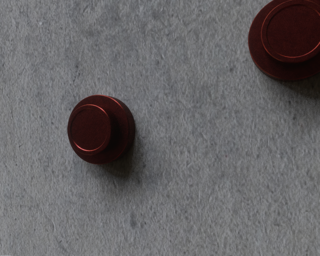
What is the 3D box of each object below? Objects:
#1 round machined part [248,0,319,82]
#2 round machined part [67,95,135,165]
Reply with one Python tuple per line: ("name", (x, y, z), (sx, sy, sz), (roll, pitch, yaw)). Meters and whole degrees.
("round machined part", (0.150, -0.103, 0.347), (0.098, 0.042, 0.097), (0, 90, 19))
("round machined part", (-0.088, 0.002, 0.430), (0.098, 0.042, 0.097), (0, 90, 19))
